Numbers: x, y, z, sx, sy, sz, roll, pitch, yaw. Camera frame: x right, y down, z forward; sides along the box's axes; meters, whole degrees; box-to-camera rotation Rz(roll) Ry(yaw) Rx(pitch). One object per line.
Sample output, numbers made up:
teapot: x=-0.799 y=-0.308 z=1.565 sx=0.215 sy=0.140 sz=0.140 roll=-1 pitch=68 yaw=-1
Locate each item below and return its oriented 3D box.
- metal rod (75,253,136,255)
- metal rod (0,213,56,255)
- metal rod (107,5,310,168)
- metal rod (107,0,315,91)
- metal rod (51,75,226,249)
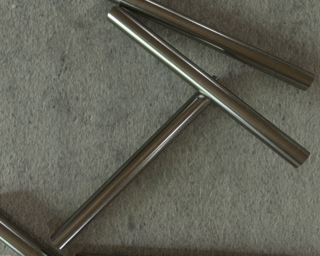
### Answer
metal rod: x=0.039 y=0.187 z=0.410 sx=0.302 sy=0.025 sz=0.025 roll=4 pitch=90 yaw=-1
metal rod: x=-0.127 y=0.195 z=0.408 sx=0.300 sy=0.025 sz=0.025 roll=38 pitch=90 yaw=-1
metal rod: x=0.053 y=-0.057 z=0.386 sx=0.300 sy=0.025 sz=0.025 roll=40 pitch=90 yaw=9
metal rod: x=0.061 y=-0.123 z=0.410 sx=0.301 sy=0.025 sz=0.025 roll=25 pitch=90 yaw=-1
metal rod: x=-0.028 y=0.044 z=0.409 sx=0.300 sy=0.025 sz=0.025 roll=-45 pitch=91 yaw=-1
